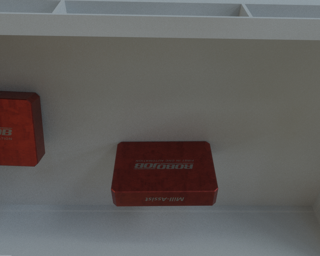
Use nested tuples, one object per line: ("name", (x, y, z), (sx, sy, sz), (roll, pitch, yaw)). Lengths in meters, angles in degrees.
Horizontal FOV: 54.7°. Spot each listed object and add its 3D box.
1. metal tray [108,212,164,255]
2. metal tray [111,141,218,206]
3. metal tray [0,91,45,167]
("metal tray", (-0.038, 0.205, 0.517), (0.091, 0.130, 0.030), (-3, 130, 2))
("metal tray", (0.006, 0.059, 0.416), (0.131, 0.090, 0.030), (0, 130, -1))
("metal tray", (-0.217, 0.000, 0.385), (0.131, 0.030, 0.089), (2, 112, -3))
